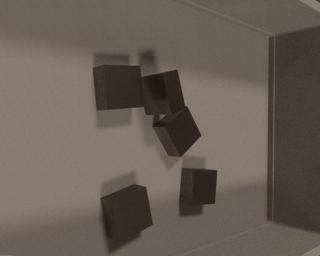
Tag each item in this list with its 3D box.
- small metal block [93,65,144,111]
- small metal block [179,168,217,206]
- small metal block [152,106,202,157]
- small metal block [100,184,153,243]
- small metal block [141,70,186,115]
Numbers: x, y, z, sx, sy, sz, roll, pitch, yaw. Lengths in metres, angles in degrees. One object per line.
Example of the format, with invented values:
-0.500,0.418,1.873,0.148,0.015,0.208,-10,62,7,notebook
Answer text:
-0.049,-0.048,0.367,0.050,0.025,0.050,-8,95,-40,small metal block
0.057,0.086,0.457,0.050,0.025,0.050,8,85,-40,small metal block
0.025,0.005,0.430,0.050,0.025,0.050,-43,116,-32,small metal block
-0.040,0.102,0.375,0.050,0.025,0.050,-17,101,-39,small metal block
0.001,-0.044,0.393,0.025,0.050,0.050,-22,104,-38,small metal block
